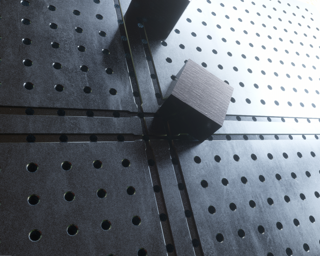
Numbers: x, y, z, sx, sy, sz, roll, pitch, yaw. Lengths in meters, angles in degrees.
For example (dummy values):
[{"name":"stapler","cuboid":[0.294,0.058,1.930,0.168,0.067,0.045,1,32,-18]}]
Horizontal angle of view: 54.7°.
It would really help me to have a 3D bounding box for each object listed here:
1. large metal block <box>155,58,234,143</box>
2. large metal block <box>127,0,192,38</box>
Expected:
[{"name":"large metal block","cuboid":[0.051,-0.040,0.446,0.080,0.050,0.080,32,51,-8]},{"name":"large metal block","cuboid":[0.004,-0.210,0.505,0.080,0.080,0.050,33,51,-7]}]
